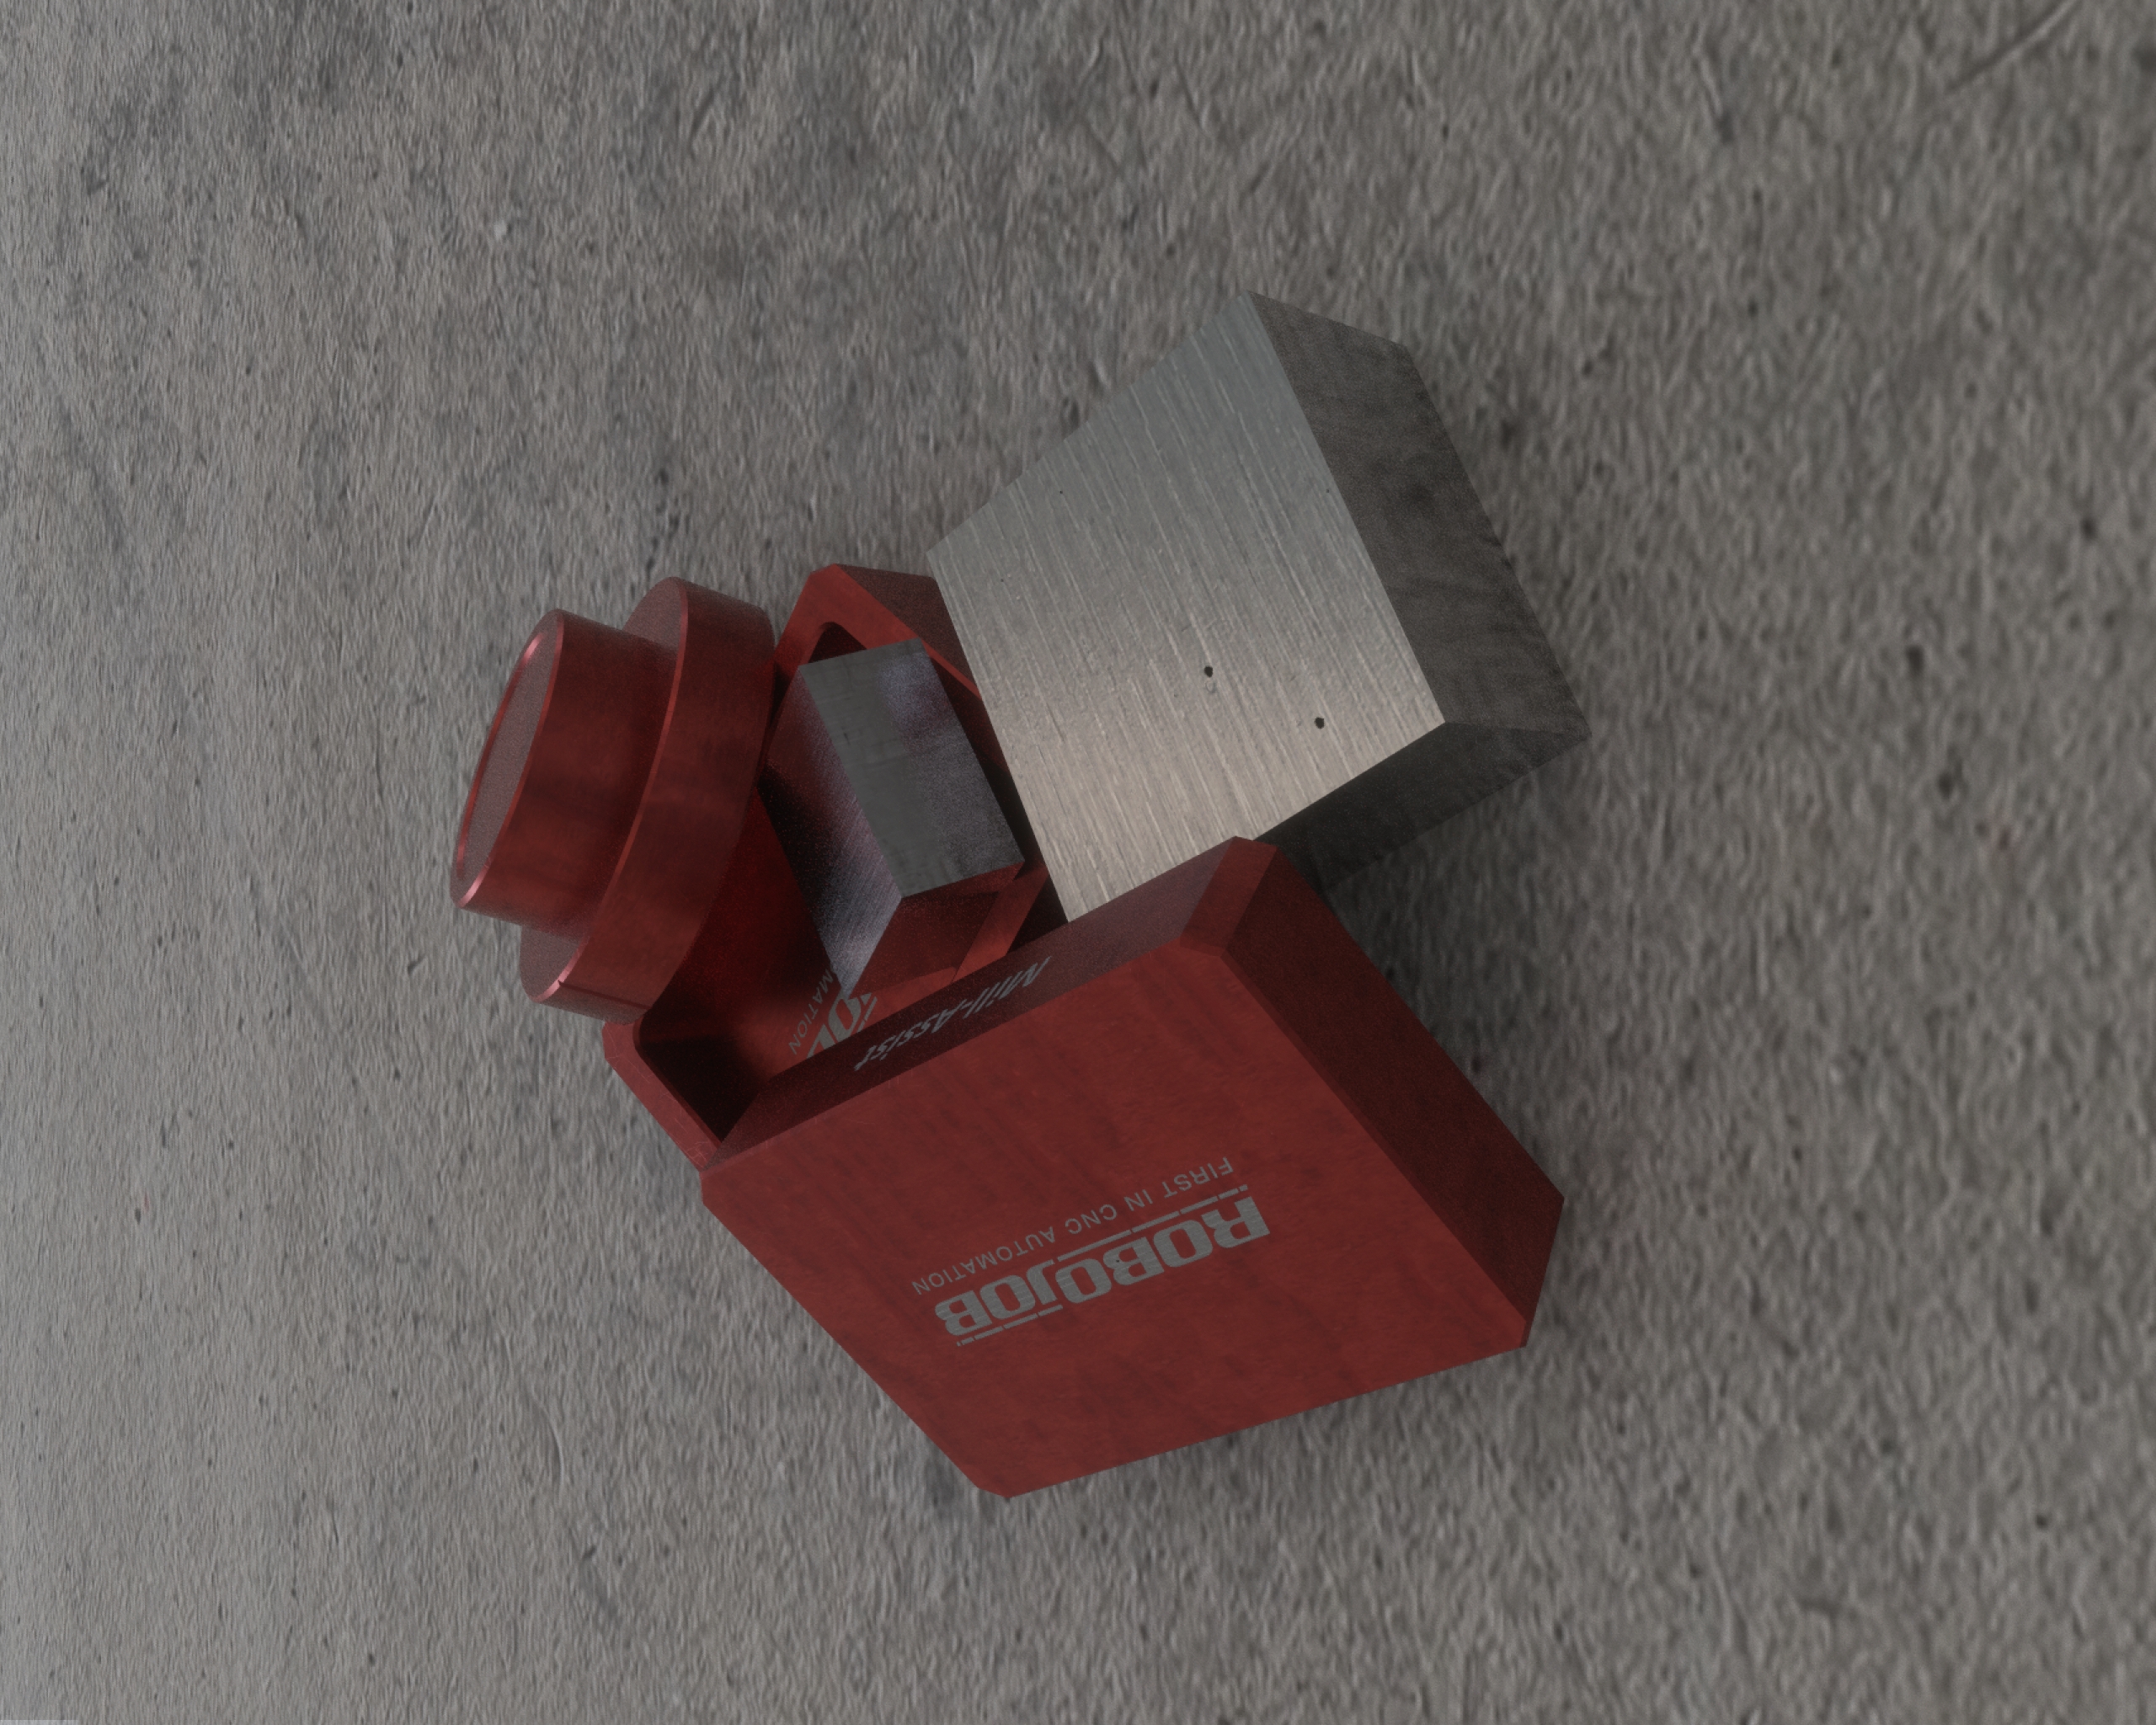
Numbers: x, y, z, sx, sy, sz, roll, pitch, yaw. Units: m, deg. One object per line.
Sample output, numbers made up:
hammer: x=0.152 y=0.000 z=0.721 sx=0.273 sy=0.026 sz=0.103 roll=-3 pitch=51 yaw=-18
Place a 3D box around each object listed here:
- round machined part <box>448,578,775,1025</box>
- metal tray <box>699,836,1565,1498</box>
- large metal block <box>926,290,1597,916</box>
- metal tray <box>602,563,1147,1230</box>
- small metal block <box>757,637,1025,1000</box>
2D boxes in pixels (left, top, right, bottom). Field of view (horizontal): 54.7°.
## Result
round machined part: x=-0.105 y=-0.017 z=0.455 sx=0.097 sy=0.042 sz=0.098 roll=-45 pitch=34 yaw=45
metal tray: x=0.006 y=0.059 z=0.368 sx=0.130 sy=0.030 sz=0.090 roll=-29 pitch=109 yaw=37
large metal block: x=0.030 y=-0.039 z=0.366 sx=0.080 sy=0.050 sz=0.080 roll=-33 pitch=70 yaw=35
metal tray: x=-0.044 y=0.015 z=0.438 sx=0.090 sy=0.030 sz=0.129 roll=42 pitch=115 yaw=31
small metal block: x=-0.038 y=-0.008 z=0.408 sx=0.050 sy=0.025 sz=0.050 roll=65 pitch=153 yaw=17
